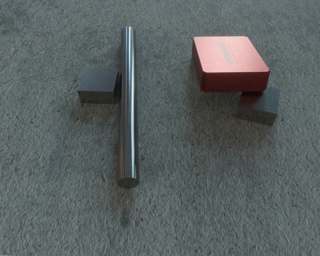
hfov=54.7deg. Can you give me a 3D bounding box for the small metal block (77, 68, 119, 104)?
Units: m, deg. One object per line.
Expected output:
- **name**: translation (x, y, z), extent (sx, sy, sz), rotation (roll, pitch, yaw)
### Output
- **small metal block**: translation (-0.088, -0.062, 0.454), extent (0.050, 0.025, 0.050), rotation (2, 50, 1)

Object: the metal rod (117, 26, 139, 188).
- **metal rod**: translation (-0.046, -0.052, 0.446), extent (0.025, 0.025, 0.300), rotation (-3, 50, -3)

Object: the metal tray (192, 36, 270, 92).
- **metal tray**: translation (0.100, -0.100, 0.466), extent (0.091, 0.030, 0.130), rotation (-1, 37, -1)

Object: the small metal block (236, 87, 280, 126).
- **small metal block**: translation (0.137, -0.034, 0.434), extent (0.050, 0.025, 0.050), rotation (14, 51, 11)
